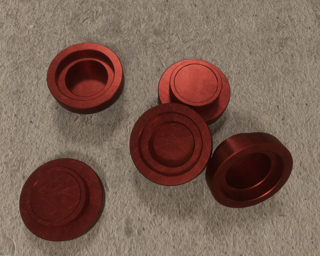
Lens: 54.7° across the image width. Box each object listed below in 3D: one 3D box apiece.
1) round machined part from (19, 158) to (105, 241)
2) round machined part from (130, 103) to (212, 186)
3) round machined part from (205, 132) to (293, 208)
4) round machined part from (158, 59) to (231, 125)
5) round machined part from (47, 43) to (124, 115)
[{"bbox_3d":[-0.117,0.083,0.367,0.099,0.042,0.098,0,70,-1],"label":"round machined part"},{"bbox_3d":[0.016,0.020,0.382,0.098,0.042,0.097,-1,84,12],"label":"round machined part"},{"bbox_3d":[0.100,0.045,0.365,0.099,0.097,0.042,-15,35,-6],"label":"round machined part"},{"bbox_3d":[0.046,-0.052,0.419,0.099,0.042,0.098,0,70,-1],"label":"round machined part"},{"bbox_3d":[-0.097,-0.063,0.421,0.099,0.042,0.098,0,70,-1],"label":"round machined part"}]
